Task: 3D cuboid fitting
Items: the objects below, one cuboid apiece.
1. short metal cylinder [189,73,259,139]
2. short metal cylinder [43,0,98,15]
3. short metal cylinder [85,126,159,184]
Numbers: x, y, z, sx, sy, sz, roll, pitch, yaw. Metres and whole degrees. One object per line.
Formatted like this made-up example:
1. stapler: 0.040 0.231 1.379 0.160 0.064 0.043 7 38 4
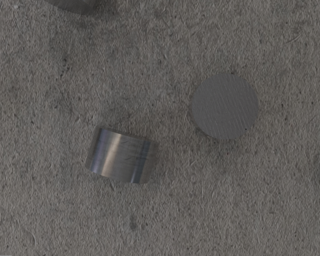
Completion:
1. short metal cylinder: 0.079 -0.026 0.398 0.081 0.050 0.080 0 90 0
2. short metal cylinder: -0.114 -0.181 0.381 0.080 0.080 0.050 17 90 0
3. short metal cylinder: -0.046 0.032 0.382 0.080 0.080 0.050 16 90 0
